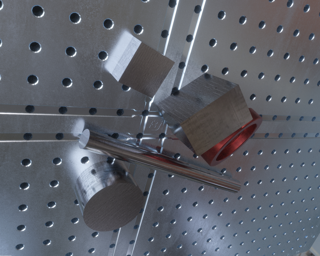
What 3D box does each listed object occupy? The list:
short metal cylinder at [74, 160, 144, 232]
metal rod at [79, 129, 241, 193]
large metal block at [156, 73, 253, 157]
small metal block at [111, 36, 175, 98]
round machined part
[{"bbox_3d":[-0.068,0.090,0.415,0.081,0.050,0.079,-14,124,-21],"label":"short metal cylinder"},{"bbox_3d":[0.021,0.058,0.460,0.302,0.025,0.025,22,106,-37],"label":"metal rod"},{"bbox_3d":[0.053,-0.020,0.388,0.080,0.080,0.050,-34,117,-7],"label":"large metal block"},{"bbox_3d":[-0.019,-0.069,0.359,0.050,0.025,0.050,23,106,-37],"label":"small metal block"},{"bbox_3d":[0.094,0.006,0.441,0.098,0.042,0.098,-34,157,-16],"label":"round machined part"}]
